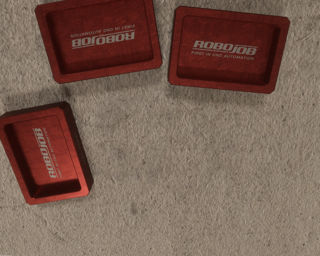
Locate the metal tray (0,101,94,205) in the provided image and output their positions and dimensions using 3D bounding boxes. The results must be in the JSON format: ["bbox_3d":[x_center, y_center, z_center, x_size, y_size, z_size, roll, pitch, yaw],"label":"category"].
[{"bbox_3d":[-0.152,0.036,0.418,0.090,0.030,0.129,-11,110,3],"label":"metal tray"}]

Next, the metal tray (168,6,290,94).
[{"bbox_3d":[0.078,-0.093,0.373,0.131,0.030,0.089,5,110,-3],"label":"metal tray"}]

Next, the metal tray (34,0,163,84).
[{"bbox_3d":[-0.068,-0.108,0.366,0.131,0.030,0.089,-9,110,2],"label":"metal tray"}]
